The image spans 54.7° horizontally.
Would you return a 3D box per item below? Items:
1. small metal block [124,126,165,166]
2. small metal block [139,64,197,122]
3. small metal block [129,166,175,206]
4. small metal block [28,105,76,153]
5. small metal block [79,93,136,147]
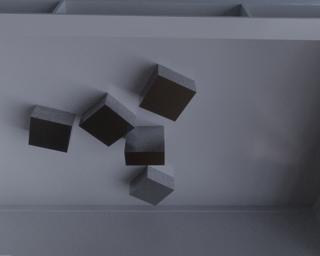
[{"bbox_3d":[-0.019,0.023,0.412,0.050,0.050,0.025,0,130,0],"label":"small metal block"},{"bbox_3d":[0.008,-0.042,0.374,0.050,0.025,0.050,22,127,-18],"label":"small metal block"},{"bbox_3d":[-0.013,0.091,0.487,0.050,0.025,0.050,29,124,-23],"label":"small metal block"},{"bbox_3d":[-0.142,0.002,0.409,0.050,0.025,0.050,14,129,-12],"label":"small metal block"},{"bbox_3d":[-0.067,-0.010,0.400,0.050,0.025,0.050,-35,123,25],"label":"small metal block"}]
